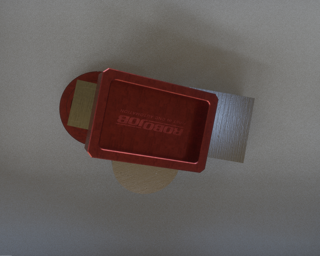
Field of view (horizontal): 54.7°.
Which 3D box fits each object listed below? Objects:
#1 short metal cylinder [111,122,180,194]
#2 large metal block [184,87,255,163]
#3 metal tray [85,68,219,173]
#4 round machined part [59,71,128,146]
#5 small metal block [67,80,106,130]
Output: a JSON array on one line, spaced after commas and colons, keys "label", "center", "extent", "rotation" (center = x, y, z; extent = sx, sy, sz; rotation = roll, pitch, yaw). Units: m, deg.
[{"label": "short metal cylinder", "center": [-0.020, 0.034, 0.385], "extent": [0.081, 0.050, 0.079], "rotation": [-3, 104, -12]}, {"label": "large metal block", "center": [0.068, -0.004, 0.397], "extent": [0.080, 0.050, 0.080], "rotation": [10, 90, -1]}, {"label": "metal tray", "center": [-0.007, -0.005, 0.337], "extent": [0.131, 0.030, 0.089], "rotation": [11, 90, -20]}, {"label": "round machined part", "center": [-0.081, -0.025, 0.400], "extent": [0.099, 0.042, 0.097], "rotation": [0, 90, -1]}, {"label": "small metal block", "center": [-0.081, -0.025, 0.354], "extent": [0.025, 0.050, 0.050], "rotation": [12, 90, 0]}]
